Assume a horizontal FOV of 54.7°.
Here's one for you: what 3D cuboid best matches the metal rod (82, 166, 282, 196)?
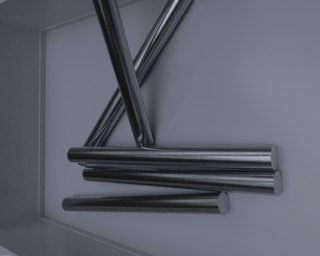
[{"bbox_3d":[0.002,0.064,0.403,0.300,0.025,0.025,-4,87,39],"label":"metal rod"}]

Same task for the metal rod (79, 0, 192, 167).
[{"bbox_3d":[-0.048,-0.055,0.444,0.025,0.025,0.298,50,119,28],"label":"metal rod"}]

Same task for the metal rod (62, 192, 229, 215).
[{"bbox_3d":[-0.043,0.108,0.440,0.300,0.025,0.025,-11,83,39],"label":"metal rod"}]

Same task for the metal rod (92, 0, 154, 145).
[{"bbox_3d":[-0.052,-0.106,0.351,0.025,0.025,0.298,13,130,39],"label":"metal rod"}]

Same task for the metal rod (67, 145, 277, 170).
[{"bbox_3d":[-0.009,0.036,0.395,0.300,0.025,0.025,-3,88,34],"label":"metal rod"}]
